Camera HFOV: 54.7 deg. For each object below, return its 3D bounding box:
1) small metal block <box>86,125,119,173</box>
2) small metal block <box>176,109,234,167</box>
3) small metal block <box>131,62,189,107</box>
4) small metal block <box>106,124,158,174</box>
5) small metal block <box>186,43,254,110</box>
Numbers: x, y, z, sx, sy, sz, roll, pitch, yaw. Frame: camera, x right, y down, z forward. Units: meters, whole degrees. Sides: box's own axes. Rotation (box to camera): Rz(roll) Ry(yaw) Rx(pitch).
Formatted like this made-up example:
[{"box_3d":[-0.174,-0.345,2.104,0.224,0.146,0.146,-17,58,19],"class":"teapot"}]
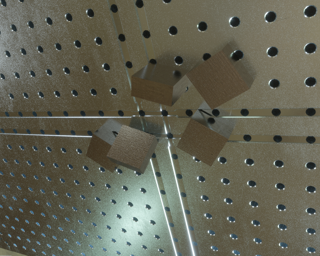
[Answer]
[{"box_3d":[-0.080,0.033,0.472,0.050,0.025,0.050,32,128,7],"class":"small metal block"},{"box_3d":[0.056,0.013,0.389,0.050,0.025,0.050,30,128,8],"class":"small metal block"},{"box_3d":[0.001,-0.052,0.361,0.050,0.050,0.025,17,125,18],"class":"small metal block"},{"box_3d":[-0.037,0.029,0.428,0.050,0.050,0.025,19,159,17],"class":"small metal block"},{"box_3d":[0.066,-0.056,0.341,0.050,0.025,0.050,-31,102,37],"class":"small metal block"}]
